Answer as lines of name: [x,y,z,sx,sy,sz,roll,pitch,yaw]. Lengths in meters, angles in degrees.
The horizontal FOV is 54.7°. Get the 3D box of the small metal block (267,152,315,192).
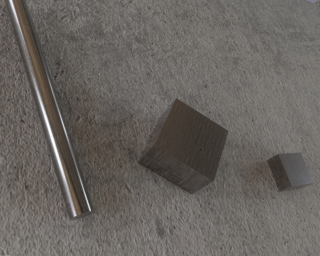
small metal block: [0.198,0.066,0.470,0.050,0.025,0.050,0,62,-28]

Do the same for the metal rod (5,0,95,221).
metal rod: [-0.134,-0.042,0.357,0.025,0.025,0.299,-11,67,-33]

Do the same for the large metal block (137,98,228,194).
large metal block: [0.031,0.023,0.390,0.080,0.050,0.080,32,52,-8]
